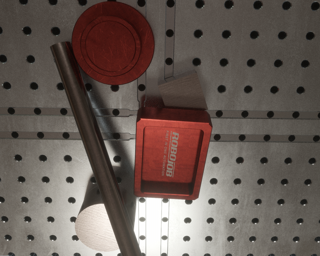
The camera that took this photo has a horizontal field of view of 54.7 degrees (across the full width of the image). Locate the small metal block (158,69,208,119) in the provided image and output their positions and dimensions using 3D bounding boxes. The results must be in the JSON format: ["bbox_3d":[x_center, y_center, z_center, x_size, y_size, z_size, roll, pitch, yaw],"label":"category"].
[{"bbox_3d":[0.029,-0.042,0.398,0.050,0.025,0.050,-18,109,6],"label":"small metal block"}]

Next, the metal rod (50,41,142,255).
[{"bbox_3d":[-0.076,0.041,0.391,0.025,0.025,0.298,-17,96,6],"label":"metal rod"}]

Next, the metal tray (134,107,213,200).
[{"bbox_3d":[0.013,0.037,0.409,0.091,0.030,0.129,4,123,-2],"label":"metal tray"}]

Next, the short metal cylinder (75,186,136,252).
[{"bbox_3d":[-0.076,0.129,0.447,0.081,0.050,0.079,0,110,-1],"label":"short metal cylinder"}]

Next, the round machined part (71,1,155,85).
[{"bbox_3d":[-0.056,-0.098,0.367,0.099,0.042,0.097,0,110,-1],"label":"round machined part"}]
